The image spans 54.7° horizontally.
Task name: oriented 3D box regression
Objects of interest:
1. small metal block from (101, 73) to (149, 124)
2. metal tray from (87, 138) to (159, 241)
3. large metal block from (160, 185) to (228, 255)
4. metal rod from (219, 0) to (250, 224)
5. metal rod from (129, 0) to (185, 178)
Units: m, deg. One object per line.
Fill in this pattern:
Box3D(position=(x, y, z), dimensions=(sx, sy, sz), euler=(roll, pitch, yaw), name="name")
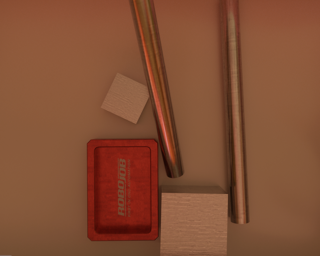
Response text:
Box3D(position=(-0.043, -0.038, 0.411), dimensions=(0.050, 0.025, 0.050), euler=(25, 90, -1), name="small metal block")
Box3D(position=(-0.047, 0.079, 0.408), dimensions=(0.091, 0.030, 0.129), euler=(0, 90, -1), name="metal tray")
Box3D(position=(0.041, 0.119, 0.400), dimensions=(0.081, 0.050, 0.079), euler=(1, 90, -1), name="large metal block")
Box3D(position=(0.099, -0.025, 0.412), dimensions=(0.025, 0.025, 0.298), euler=(-3, 90, -1), name="metal rod")
Box3D(position=(-0.007, -0.071, 0.348), dimensions=(0.025, 0.025, 0.298), euler=(-12, 116, 0), name="metal rod")
